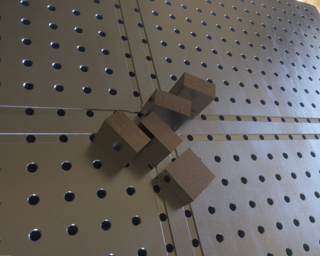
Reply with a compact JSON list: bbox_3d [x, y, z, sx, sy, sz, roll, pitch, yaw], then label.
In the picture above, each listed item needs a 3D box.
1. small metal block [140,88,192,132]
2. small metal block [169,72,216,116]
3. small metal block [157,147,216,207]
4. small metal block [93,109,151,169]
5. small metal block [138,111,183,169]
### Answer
[{"bbox_3d":[0.007,-0.021,0.410,0.050,0.050,0.025,19,54,-18],"label":"small metal block"},{"bbox_3d":[0.045,-0.048,0.447,0.050,0.050,0.025,19,54,-18],"label":"small metal block"},{"bbox_3d":[0.033,0.061,0.391,0.050,0.025,0.050,48,51,5],"label":"small metal block"},{"bbox_3d":[-0.045,0.014,0.360,0.050,0.050,0.025,45,51,2],"label":"small metal block"},{"bbox_3d":[-0.008,0.015,0.380,0.050,0.050,0.025,46,51,3],"label":"small metal block"}]
